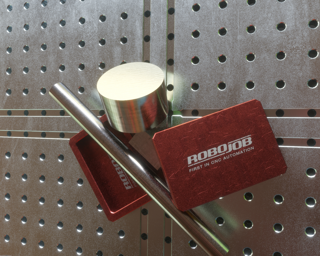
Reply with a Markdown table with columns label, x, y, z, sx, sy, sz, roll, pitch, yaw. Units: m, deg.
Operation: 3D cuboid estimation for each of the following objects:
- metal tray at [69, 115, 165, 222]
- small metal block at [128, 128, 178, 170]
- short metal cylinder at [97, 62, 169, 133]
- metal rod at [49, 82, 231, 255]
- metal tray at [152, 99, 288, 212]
| label | x | y | z | sx | sy | sz | roll | pitch | yaw |
| --- | --- | --- | --- | --- | --- | --- | --- | --- | --- |
| metal tray | -0.058 | 0.050 | 0.426 | 0.090 | 0.030 | 0.130 | -33 | 80 | 17 |
| small metal block | -0.005 | 0.025 | 0.396 | 0.050 | 0.050 | 0.025 | 42 | 103 | 15 |
| short metal cylinder | -0.032 | -0.039 | 0.384 | 0.080 | 0.080 | 0.050 | 9 | 135 | 19 |
| metal rod | -0.035 | 0.046 | 0.389 | 0.300 | 0.025 | 0.025 | 43 | 103 | 14 |
| metal tray | 0.066 | 0.030 | 0.355 | 0.131 | 0.030 | 0.090 | -19 | 83 | -6 |
